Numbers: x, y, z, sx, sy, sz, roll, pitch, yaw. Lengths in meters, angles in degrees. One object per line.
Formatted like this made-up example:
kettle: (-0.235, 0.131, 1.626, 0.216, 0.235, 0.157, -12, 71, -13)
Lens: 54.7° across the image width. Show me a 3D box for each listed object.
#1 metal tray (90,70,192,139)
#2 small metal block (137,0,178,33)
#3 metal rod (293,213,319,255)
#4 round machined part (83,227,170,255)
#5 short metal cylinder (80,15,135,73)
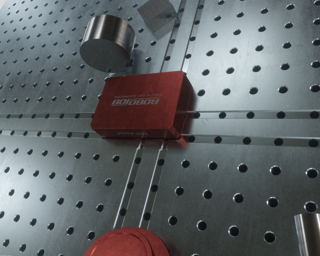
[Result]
metal tray: (-0.027, -0.032, 0.439, 0.130, 0.030, 0.090, 0, 62, 28)
small metal block: (-0.005, -0.199, 0.533, 0.050, 0.025, 0.050, -35, 51, 5)
metal rod: (0.128, 0.211, 0.211, 0.025, 0.025, 0.299, -10, 57, 23)
round machined part: (-0.037, 0.141, 0.308, 0.098, 0.042, 0.098, -7, 39, 6)
short metal cylinder: (-0.083, -0.133, 0.499, 0.080, 0.080, 0.050, -6, 59, 25)
